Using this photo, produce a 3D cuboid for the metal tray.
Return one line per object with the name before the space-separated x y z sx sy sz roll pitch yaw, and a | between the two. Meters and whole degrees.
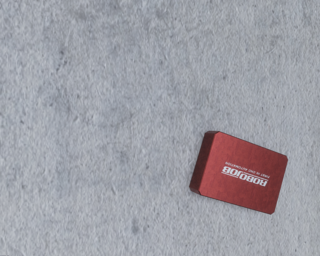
metal tray | 0.116 0.065 0.449 0.131 0.030 0.090 19 84 -19
